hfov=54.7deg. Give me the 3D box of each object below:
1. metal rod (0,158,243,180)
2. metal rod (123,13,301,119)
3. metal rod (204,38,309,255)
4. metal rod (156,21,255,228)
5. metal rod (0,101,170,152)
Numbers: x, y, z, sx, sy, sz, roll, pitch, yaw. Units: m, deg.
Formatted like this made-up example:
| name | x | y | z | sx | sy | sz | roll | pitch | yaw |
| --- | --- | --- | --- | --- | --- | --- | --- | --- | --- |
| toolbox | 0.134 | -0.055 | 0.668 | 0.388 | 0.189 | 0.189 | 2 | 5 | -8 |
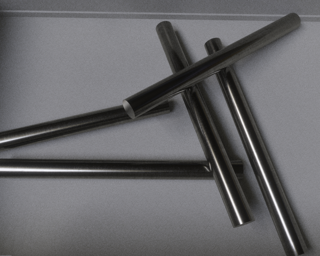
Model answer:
| name | x | y | z | sx | sy | sz | roll | pitch | yaw |
| --- | --- | --- | --- | --- | --- | --- | --- | --- | --- |
| metal rod | -0.049 | 0.052 | 0.389 | 0.302 | 0.025 | 0.025 | 0 | 70 | -1 |
| metal rod | 0.084 | -0.092 | 0.414 | 0.302 | 0.025 | 0.025 | -31 | 73 | -23 |
| metal rod | 0.118 | 0.010 | 0.407 | 0.025 | 0.025 | 0.299 | -15 | 71 | -6 |
| metal rod | 0.049 | -0.024 | 0.400 | 0.025 | 0.025 | 0.299 | -16 | 64 | -6 |
| metal rod | -0.136 | 0.002 | 0.407 | 0.302 | 0.025 | 0.025 | -13 | 71 | -5 |
